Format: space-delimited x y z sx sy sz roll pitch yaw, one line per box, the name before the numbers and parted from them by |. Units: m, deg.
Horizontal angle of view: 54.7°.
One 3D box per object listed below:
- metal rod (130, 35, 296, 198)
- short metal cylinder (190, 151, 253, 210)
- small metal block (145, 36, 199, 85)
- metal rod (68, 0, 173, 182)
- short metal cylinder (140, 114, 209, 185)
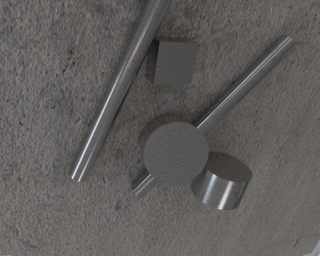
metal rod | 0.072 -0.014 0.437 0.300 0.025 0.025 -45 129 3
short metal cylinder | 0.092 0.078 0.470 0.081 0.080 0.050 1 118 -29
small metal block | 0.013 -0.079 0.365 0.050 0.025 0.050 -5 121 -26
metal rod | -0.036 -0.067 0.345 0.025 0.025 0.298 16 110 -35
short metal cylinder | 0.016 0.026 0.398 0.081 0.050 0.079 -2 104 -9
